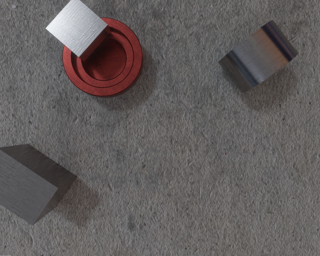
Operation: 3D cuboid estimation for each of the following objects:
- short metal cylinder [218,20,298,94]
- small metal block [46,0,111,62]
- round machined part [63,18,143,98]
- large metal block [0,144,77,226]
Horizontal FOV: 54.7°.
[{"bbox_3d":[0.120,-0.087,0.384,0.080,0.080,0.050,-37,90,0],"label":"short metal cylinder"},{"bbox_3d":[-0.095,-0.116,0.367,0.050,0.025,0.050,41,90,-1],"label":"small metal block"},{"bbox_3d":[-0.071,-0.087,0.401,0.099,0.042,0.097,0,90,-1],"label":"round machined part"},{"bbox_3d":[-0.160,0.064,0.380,0.080,0.080,0.050,34,90,-1],"label":"large metal block"}]
